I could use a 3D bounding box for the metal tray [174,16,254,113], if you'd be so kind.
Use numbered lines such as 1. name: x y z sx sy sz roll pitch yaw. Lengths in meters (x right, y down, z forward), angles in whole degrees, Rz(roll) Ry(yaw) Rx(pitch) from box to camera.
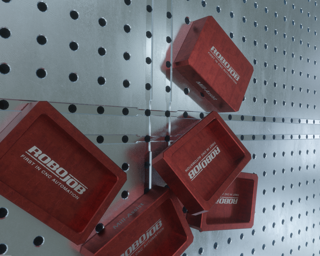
1. metal tray: 0.088 -0.094 0.478 0.130 0.030 0.090 38 67 -34

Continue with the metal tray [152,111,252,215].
1. metal tray: 0.062 0.043 0.424 0.090 0.030 0.131 52 50 2

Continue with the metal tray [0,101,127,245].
1. metal tray: -0.105 0.047 0.317 0.130 0.030 0.090 48 61 -29

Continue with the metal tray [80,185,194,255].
1. metal tray: -0.021 0.145 0.387 0.131 0.030 0.090 -35 112 -34

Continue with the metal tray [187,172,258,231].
1. metal tray: 0.102 0.111 0.490 0.131 0.030 0.090 13 82 -39
